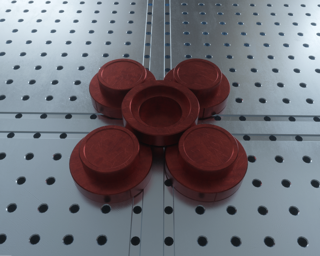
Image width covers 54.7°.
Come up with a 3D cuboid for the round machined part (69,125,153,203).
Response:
[{"bbox_3d":[-0.058,0.035,0.367,0.099,0.042,0.098,0,50,0],"label":"round machined part"}]

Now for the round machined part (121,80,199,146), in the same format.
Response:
[{"bbox_3d":[0.001,-0.015,0.407,0.099,0.042,0.098,0,50,0],"label":"round machined part"}]

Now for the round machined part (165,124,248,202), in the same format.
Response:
[{"bbox_3d":[0.055,0.034,0.368,0.099,0.042,0.098,0,50,0],"label":"round machined part"}]

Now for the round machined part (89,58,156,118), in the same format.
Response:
[{"bbox_3d":[-0.053,-0.063,0.448,0.099,0.042,0.098,0,50,0],"label":"round machined part"}]

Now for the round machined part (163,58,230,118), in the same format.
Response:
[{"bbox_3d":[0.053,-0.064,0.450,0.099,0.042,0.098,0,50,0],"label":"round machined part"}]
